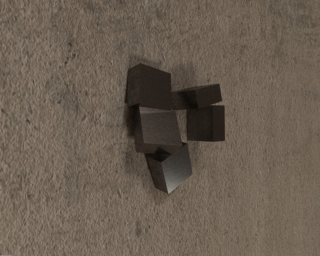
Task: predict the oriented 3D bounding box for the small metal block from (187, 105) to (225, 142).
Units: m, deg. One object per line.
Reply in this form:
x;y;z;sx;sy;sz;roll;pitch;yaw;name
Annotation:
0.065;-0.007;0.446;0.025;0.050;0.050;-2;91;-40;small metal block

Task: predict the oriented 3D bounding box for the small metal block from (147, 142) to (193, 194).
0.015;0.051;0.413;0.050;0.025;0.050;-33;123;-35;small metal block

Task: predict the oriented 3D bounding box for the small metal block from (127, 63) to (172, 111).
-0.013;-0.048;0.390;0.050;0.025;0.050;11;73;-40;small metal block

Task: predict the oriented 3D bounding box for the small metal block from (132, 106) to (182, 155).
-0.004;0.004;0.383;0.050;0.025;0.050;6;58;-26;small metal block

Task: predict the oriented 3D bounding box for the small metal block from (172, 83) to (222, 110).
0.050;-0.043;0.432;0.050;0.050;0.025;-19;103;-39;small metal block
